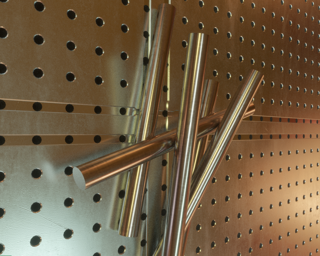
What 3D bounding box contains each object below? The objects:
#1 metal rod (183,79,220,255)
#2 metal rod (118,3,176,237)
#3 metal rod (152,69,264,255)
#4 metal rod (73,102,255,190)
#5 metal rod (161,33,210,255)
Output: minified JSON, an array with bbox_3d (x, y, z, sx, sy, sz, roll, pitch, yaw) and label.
[{"bbox_3d":[0.046,0.073,0.449,0.025,0.025,0.299,22,76,-38],"label":"metal rod"},{"bbox_3d":[-0.015,-0.016,0.398,0.025,0.025,0.299,16,80,-39],"label":"metal rod"},{"bbox_3d":[0.063,0.057,0.418,0.025,0.025,0.299,31,85,-36],"label":"metal rod"},{"bbox_3d":[0.030,0.009,0.402,0.302,0.025,0.025,-20,103,-38],"label":"metal rod"},{"bbox_3d":[0.028,0.041,0.371,0.025,0.025,0.298,2,98,-40],"label":"metal rod"}]
